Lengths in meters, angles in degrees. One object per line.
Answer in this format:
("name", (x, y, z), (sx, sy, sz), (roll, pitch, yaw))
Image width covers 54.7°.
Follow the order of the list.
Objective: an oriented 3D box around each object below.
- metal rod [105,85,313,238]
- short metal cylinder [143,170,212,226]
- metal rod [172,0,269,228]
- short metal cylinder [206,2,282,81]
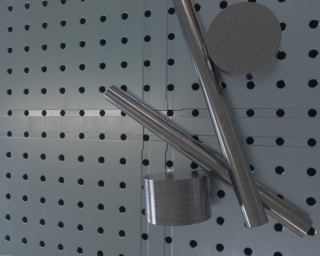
("metal rod", (0.049, 0.032, 0.395), (0.300, 0.025, 0.025), (35, 101, 16))
("short metal cylinder", (0.021, 0.082, 0.376), (0.080, 0.080, 0.050), (-4, 89, 20))
("metal rod", (0.067, -0.034, 0.373), (0.025, 0.025, 0.299), (-20, 77, 19))
("short metal cylinder", (0.099, -0.099, 0.364), (0.080, 0.050, 0.080), (0, 90, 20))
